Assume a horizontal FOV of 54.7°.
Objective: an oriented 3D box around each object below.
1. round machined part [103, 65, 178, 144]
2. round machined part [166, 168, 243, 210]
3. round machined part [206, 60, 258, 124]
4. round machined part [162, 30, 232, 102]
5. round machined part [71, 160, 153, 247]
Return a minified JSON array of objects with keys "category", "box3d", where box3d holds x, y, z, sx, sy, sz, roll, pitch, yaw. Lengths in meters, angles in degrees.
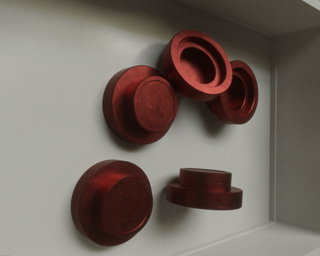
[{"category":"round machined part","box3d":[-0.017,-0.028,0.381,0.099,0.042,0.097,0,90,-40]},{"category":"round machined part","box3d":[0.059,0.077,0.408,0.099,0.098,0.042,7,86,-40]},{"category":"round machined part","box3d":[0.109,-0.054,0.486,0.099,0.042,0.097,0,90,-40]},{"category":"round machined part","box3d":[0.046,-0.079,0.419,0.099,0.042,0.098,13,62,-25]},{"category":"round machined part","box3d":[-0.047,0.087,0.356,0.099,0.042,0.097,0,90,-40]}]
